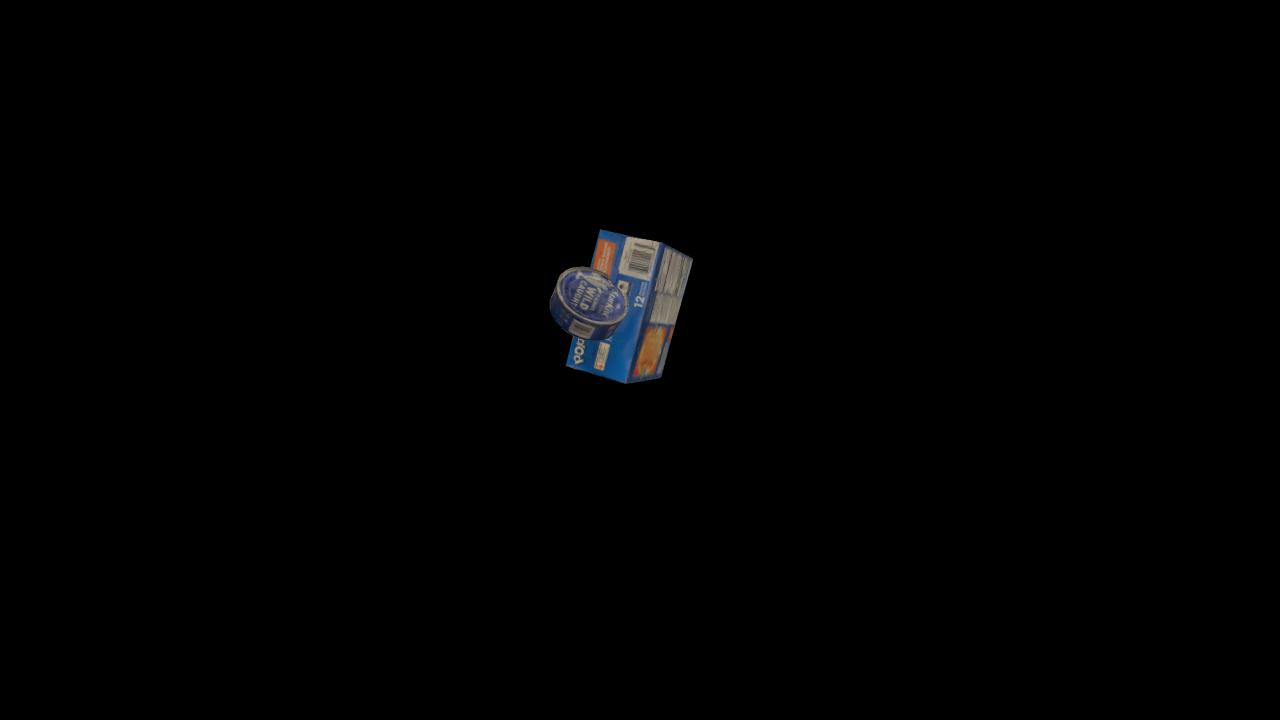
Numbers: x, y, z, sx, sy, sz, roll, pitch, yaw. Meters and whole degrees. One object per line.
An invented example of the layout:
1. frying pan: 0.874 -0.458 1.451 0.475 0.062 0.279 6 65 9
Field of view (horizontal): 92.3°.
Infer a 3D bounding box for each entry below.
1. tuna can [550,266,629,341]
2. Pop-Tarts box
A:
1. tuna can: -0.057 -0.062 0.682 0.084 0.084 0.034 0 -37 -29
2. Pop-Tarts box: -0.009 -0.063 0.766 0.083 0.167 0.141 18 7 18
